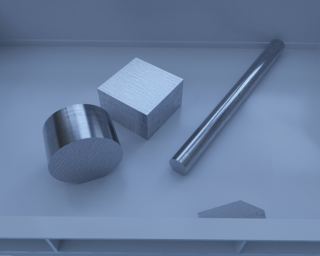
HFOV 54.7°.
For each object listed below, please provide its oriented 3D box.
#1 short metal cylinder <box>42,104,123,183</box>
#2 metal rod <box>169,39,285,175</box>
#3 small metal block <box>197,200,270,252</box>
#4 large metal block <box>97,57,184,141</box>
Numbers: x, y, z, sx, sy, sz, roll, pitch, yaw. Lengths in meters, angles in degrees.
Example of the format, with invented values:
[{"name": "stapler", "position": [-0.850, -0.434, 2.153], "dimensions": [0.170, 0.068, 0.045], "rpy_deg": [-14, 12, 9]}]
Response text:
[{"name": "short metal cylinder", "position": [-0.088, 0.019, 0.352], "dimensions": [0.081, 0.080, 0.050], "rpy_deg": [-16, 52, -13]}, {"name": "metal rod", "position": [0.110, -0.047, 0.445], "dimensions": [0.025, 0.025, 0.301], "rpy_deg": [30, 56, 22]}, {"name": "small metal block", "position": [0.071, 0.095, 0.307], "dimensions": [0.050, 0.050, 0.025], "rpy_deg": [-13, 90, -11]}, {"name": "large metal block", "position": [-0.025, -0.042, 0.424], "dimensions": [0.080, 0.050, 0.080], "rpy_deg": [29, 56, 22]}]
